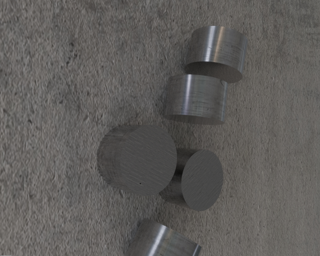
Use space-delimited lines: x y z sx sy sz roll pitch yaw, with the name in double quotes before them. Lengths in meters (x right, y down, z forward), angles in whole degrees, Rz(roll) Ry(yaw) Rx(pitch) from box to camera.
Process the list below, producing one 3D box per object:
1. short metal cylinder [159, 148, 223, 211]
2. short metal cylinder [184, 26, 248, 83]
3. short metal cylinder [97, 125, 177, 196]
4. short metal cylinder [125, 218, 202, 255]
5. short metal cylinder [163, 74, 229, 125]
"short metal cylinder" 0.041 0.068 0.423 0.081 0.050 0.080 0 90 -40
"short metal cylinder" 0.079 -0.100 0.434 0.080 0.080 0.050 19 78 -39
"short metal cylinder" -0.026 0.036 0.366 0.081 0.050 0.080 0 90 -40
"short metal cylinder" 0.004 0.151 0.372 0.080 0.080 0.050 43 64 -32
"short metal cylinder" 0.047 -0.035 0.408 0.081 0.080 0.050 12 83 -40
